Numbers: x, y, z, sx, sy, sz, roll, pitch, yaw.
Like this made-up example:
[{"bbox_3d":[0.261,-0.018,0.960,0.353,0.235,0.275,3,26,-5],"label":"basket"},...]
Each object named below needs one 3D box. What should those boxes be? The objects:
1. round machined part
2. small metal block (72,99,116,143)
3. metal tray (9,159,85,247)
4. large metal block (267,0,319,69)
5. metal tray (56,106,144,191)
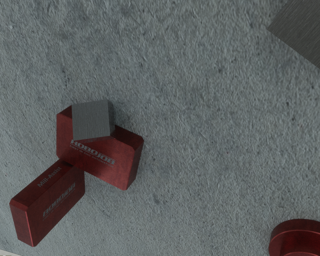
[{"bbox_3d":[0.191,0.169,0.399,0.098,0.042,0.097,13,124,20],"label":"round machined part"},{"bbox_3d":[-0.090,-0.008,0.421,0.050,0.025,0.050,-8,77,7],"label":"small metal block"},{"bbox_3d":[-0.172,0.110,0.495,0.030,0.131,0.089,19,126,17],"label":"metal tray"},{"bbox_3d":[0.150,-0.095,0.253,0.080,0.050,0.080,38,129,2],"label":"large metal block"},{"bbox_3d":[-0.095,0.030,0.470,0.130,0.030,0.089,24,127,13],"label":"metal tray"}]
